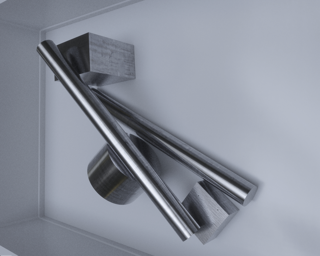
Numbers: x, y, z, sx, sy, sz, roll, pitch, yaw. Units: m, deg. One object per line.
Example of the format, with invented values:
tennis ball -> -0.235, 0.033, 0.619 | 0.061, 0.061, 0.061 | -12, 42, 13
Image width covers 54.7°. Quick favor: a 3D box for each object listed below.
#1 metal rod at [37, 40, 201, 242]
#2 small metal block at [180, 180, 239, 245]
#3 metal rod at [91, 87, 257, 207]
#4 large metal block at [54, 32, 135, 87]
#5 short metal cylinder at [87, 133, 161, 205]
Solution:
metal rod -> -0.058, 0.005, 0.375 | 0.300, 0.025, 0.025 | 50, 120, 13
small metal block -> 0.054, 0.096, 0.359 | 0.050, 0.025, 0.050 | 45, 117, 30
metal rod -> -0.010, 0.008, 0.412 | 0.300, 0.025, 0.025 | 31, 109, 35
large metal block -> -0.094, -0.094, 0.445 | 0.080, 0.081, 0.050 | -5, 87, 39
short metal cylinder -> -0.046, 0.052, 0.404 | 0.050, 0.081, 0.080 | -47, 62, 29
